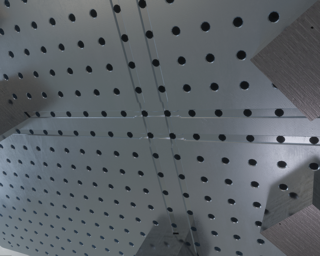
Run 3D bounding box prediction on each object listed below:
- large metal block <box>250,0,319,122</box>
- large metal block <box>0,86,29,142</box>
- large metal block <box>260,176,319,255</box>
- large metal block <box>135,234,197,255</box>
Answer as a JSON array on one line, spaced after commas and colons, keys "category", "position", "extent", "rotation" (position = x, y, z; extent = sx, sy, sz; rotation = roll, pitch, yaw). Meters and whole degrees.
[{"category": "large metal block", "position": [0.144, -0.067, 0.278], "extent": [0.080, 0.050, 0.080], "rotation": [45, 129, -3]}, {"category": "large metal block", "position": [-0.285, -0.018, 0.517], "extent": [0.050, 0.080, 0.080], "rotation": [-34, 99, 38]}, {"category": "large metal block", "position": [0.183, 0.118, 0.372], "extent": [0.080, 0.050, 0.080], "rotation": [40, 129, 1]}, {"category": "large metal block", "position": [0.017, 0.229, 0.528], "extent": [0.080, 0.050, 0.080], "rotation": [-11, 113, 33]}]
